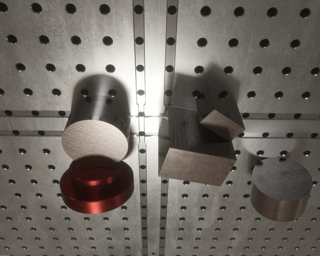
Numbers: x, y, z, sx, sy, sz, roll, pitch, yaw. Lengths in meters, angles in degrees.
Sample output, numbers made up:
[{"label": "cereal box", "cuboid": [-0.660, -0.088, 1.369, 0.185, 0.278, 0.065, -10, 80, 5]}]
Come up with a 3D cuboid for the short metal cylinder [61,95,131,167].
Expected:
[{"label": "short metal cylinder", "cuboid": [-0.080, 0.005, 0.398, 0.081, 0.050, 0.079, 0, 130, 0]}]

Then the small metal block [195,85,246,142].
[{"label": "small metal block", "cuboid": [0.073, -0.018, 0.381, 0.050, 0.050, 0.025, 30, 124, -23]}]

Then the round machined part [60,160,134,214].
[{"label": "round machined part", "cuboid": [-0.085, 0.066, 0.421, 0.099, 0.098, 0.042, 0, 119, 0]}]

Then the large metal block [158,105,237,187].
[{"label": "large metal block", "cuboid": [0.043, 0.022, 0.395, 0.081, 0.080, 0.050, 11, 129, -10]}]

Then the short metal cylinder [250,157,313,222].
[{"label": "short metal cylinder", "cuboid": [0.175, 0.089, 0.454, 0.080, 0.080, 0.050, -5, 130, 4]}]
